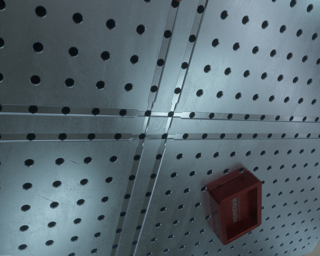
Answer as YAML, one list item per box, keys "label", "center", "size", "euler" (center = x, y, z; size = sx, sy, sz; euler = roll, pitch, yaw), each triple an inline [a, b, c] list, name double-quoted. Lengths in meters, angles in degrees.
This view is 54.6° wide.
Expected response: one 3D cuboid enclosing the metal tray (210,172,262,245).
- label: "metal tray"
  center: [0.144, 0.152, 0.579]
  size: [0.091, 0.030, 0.129]
  euler: [-24, 127, -14]
